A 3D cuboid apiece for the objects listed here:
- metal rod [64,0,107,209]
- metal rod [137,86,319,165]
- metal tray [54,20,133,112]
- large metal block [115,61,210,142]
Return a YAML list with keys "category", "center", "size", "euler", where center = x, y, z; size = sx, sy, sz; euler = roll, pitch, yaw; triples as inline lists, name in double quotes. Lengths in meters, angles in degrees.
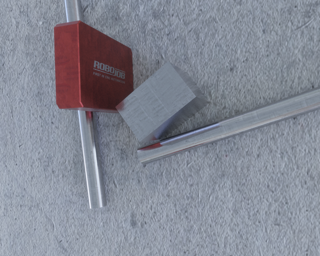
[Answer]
- category: "metal rod"
  center: [-0.108, -0.037, 0.445]
  size: [0.025, 0.025, 0.298]
  euler: [-9, 87, 19]
- category: "metal rod"
  center: [0.110, -0.010, 0.369]
  size: [0.300, 0.025, 0.025]
  euler: [-19, 84, 18]
- category: "metal tray"
  center: [-0.074, -0.066, 0.378]
  size: [0.030, 0.130, 0.089]
  euler: [-2, 89, 20]
- category: "large metal block"
  center: [0.007, -0.029, 0.377]
  size: [0.080, 0.080, 0.050]
  euler: [-39, 78, 15]
